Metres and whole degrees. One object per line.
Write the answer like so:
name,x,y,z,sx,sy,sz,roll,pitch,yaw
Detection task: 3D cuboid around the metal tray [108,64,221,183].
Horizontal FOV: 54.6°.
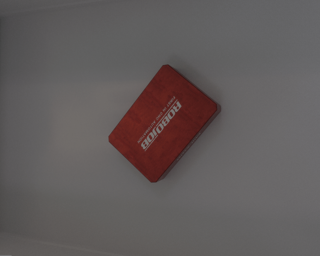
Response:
metal tray,0.004,-0.005,0.407,0.090,0.030,0.130,42,103,15
